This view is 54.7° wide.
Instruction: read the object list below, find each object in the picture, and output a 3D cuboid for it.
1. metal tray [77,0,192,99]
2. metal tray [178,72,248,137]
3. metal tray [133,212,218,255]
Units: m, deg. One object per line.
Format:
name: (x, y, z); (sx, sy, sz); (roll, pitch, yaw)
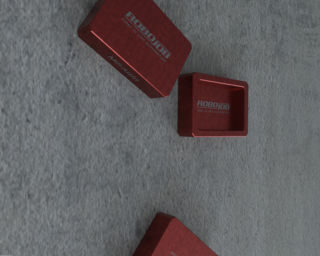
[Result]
metal tray: (-0.024, -0.108, 0.383); (0.130, 0.030, 0.090); (39, 66, -34)
metal tray: (0.085, -0.032, 0.474); (0.131, 0.030, 0.089); (1, 89, -40)
metal tray: (0.023, 0.188, 0.424); (0.130, 0.030, 0.090); (48, 61, -30)
